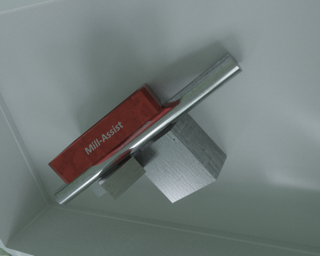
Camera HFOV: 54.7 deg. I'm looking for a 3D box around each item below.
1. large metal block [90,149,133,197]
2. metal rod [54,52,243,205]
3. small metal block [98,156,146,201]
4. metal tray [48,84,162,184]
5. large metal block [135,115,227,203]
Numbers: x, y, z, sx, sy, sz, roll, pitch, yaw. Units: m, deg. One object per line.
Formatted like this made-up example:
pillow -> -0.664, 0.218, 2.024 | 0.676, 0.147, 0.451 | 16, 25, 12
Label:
large metal block -> -0.084, 0.044, 0.458 | 0.080, 0.050, 0.080 | 47, 129, -6
metal rod -> -0.031, 0.014, 0.382 | 0.299, 0.025, 0.025 | -37, 98, 23
small metal block -> -0.049, 0.061, 0.390 | 0.025, 0.050, 0.050 | 50, 165, -7
metal tray -> -0.058, 0.002, 0.360 | 0.130, 0.090, 0.030 | -38, 99, 6
large metal block -> 0.025, 0.039, 0.401 | 0.080, 0.050, 0.080 | 47, 129, -6
